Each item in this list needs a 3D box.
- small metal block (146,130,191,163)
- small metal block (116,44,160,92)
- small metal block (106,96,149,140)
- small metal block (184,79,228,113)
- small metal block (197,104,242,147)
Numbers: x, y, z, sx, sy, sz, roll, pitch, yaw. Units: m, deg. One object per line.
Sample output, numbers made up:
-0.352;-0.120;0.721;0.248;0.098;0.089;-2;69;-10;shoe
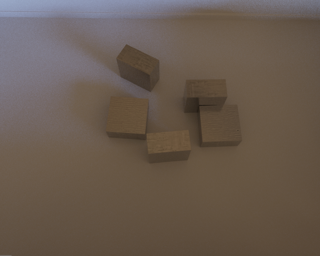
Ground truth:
0.010;0.024;0.387;0.050;0.050;0.025;-5;70;-2;small metal block
-0.029;-0.081;0.426;0.050;0.050;0.025;28;73;9;small metal block
-0.042;-0.013;0.414;0.050;0.025;0.050;4;70;1;small metal block
0.058;-0.042;0.412;0.050;0.050;0.025;-1;70;-1;small metal block
0.078;-0.003;0.411;0.050;0.025;0.050;-2;70;-1;small metal block
